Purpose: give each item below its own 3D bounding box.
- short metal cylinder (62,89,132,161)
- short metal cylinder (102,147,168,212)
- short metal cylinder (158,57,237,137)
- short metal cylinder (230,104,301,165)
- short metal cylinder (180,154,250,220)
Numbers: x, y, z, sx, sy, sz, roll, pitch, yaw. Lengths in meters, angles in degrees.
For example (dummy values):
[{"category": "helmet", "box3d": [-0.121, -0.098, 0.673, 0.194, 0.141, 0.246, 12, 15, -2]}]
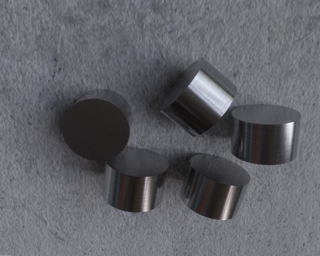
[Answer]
[{"category": "short metal cylinder", "box3d": [-0.077, -0.005, 0.394, 0.081, 0.050, 0.079, 0, 110, -1]}, {"category": "short metal cylinder", "box3d": [-0.033, 0.065, 0.404, 0.081, 0.080, 0.050, 8, 110, -4]}, {"category": "short metal cylinder", "box3d": [0.043, -0.036, 0.368, 0.050, 0.080, 0.080, 38, 105, -13]}, {"category": "short metal cylinder", "box3d": [0.129, 0.005, 0.384, 0.081, 0.080, 0.050, -3, 110, 1]}, {"category": "short metal cylinder", "box3d": [0.072, 0.075, 0.409, 0.081, 0.080, 0.050, 12, 110, -5]}]
